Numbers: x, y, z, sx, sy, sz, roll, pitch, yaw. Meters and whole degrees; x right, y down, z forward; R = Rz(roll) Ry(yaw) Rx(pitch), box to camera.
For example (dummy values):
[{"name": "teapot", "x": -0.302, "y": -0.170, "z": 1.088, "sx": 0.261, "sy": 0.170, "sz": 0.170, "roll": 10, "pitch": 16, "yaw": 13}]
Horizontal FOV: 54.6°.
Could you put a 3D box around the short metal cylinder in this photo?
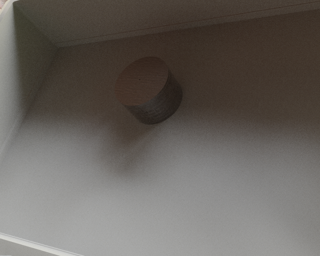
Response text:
[{"name": "short metal cylinder", "x": -0.015, "y": -0.052, "z": 0.430, "sx": 0.080, "sy": 0.050, "sz": 0.080, "roll": -13, "pitch": 56, "yaw": 21}]
